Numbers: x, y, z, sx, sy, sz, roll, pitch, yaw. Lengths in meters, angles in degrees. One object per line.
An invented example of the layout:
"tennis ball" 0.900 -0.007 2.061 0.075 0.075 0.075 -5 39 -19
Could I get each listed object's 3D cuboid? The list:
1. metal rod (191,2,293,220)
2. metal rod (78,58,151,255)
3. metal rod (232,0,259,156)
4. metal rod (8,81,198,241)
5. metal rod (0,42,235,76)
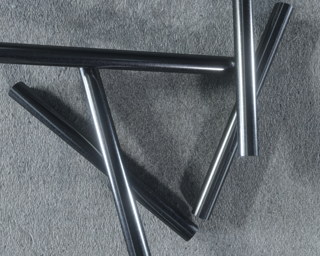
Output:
"metal rod" 0.109 -0.022 0.411 0.025 0.025 0.299 22 90 -1
"metal rod" -0.053 0.054 0.383 0.025 0.025 0.299 -17 80 0
"metal rod" 0.107 -0.114 0.395 0.025 0.025 0.298 0 84 -1
"metal rod" -0.074 0.044 0.409 0.300 0.025 0.025 40 90 -1
"metal rod" -0.053 -0.086 0.389 0.302 0.025 0.025 2 90 -9
